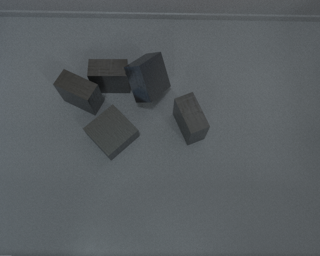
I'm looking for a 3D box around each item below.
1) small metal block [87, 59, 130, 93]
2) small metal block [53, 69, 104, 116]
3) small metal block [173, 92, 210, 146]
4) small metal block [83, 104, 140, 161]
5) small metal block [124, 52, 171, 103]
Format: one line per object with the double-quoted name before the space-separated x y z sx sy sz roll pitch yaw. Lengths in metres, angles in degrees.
"small metal block" -0.068 -0.069 0.421 0.050 0.050 0.025 0 70 -1
"small metal block" -0.106 -0.046 0.412 0.050 0.050 0.025 25 72 8
"small metal block" 0.039 -0.011 0.401 0.025 0.050 0.050 -21 72 -8
"small metal block" -0.063 0.006 0.407 0.050 0.025 0.050 -42 76 -14
"small metal block" -0.015 -0.067 0.409 0.025 0.050 0.050 3 33 36
